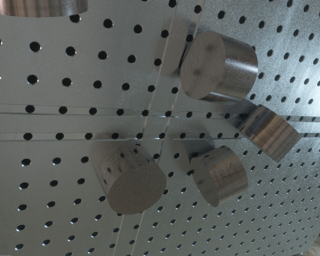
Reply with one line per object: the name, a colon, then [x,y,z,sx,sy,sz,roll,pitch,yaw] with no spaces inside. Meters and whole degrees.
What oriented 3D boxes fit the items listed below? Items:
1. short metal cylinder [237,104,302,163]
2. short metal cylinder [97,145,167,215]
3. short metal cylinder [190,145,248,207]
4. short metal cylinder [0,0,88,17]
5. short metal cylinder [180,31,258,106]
short metal cylinder: [0.165,0.008,0.474,0.050,0.080,0.080,-49,129,6]
short metal cylinder: [-0.038,0.069,0.418,0.081,0.050,0.079,-14,125,-21]
short metal cylinder: [0.088,0.073,0.471,0.050,0.080,0.079,-22,127,-16]
short metal cylinder: [-0.100,-0.122,0.246,0.081,0.080,0.050,-10,123,-23]
short metal cylinder: [0.069,-0.070,0.372,0.050,0.080,0.079,7,115,-32]
